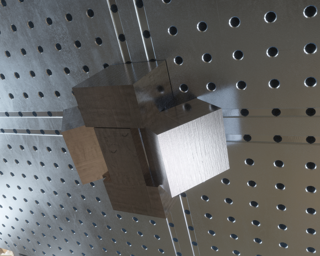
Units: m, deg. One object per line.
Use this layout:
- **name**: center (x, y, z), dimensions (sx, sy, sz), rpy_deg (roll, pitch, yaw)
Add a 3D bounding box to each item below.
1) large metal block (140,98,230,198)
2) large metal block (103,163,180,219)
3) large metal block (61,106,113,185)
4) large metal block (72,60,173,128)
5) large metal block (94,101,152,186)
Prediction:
- **large metal block**: center (0.029, 0.020, 0.361), dimensions (0.050, 0.081, 0.079), rpy_deg (33, 141, 57)
- **large metal block**: center (-0.017, 0.072, 0.426), dimensions (0.080, 0.080, 0.050), rpy_deg (1, 119, 27)
- **large metal block**: center (-0.096, 0.017, 0.426), dimensions (0.050, 0.080, 0.080), rpy_deg (-17, 116, -8)
- **large metal block**: center (-0.041, -0.041, 0.369), dimensions (0.080, 0.080, 0.050), rpy_deg (1, 119, 27)
- **large metal block**: center (-0.030, 0.016, 0.399), dimensions (0.050, 0.080, 0.079), rpy_deg (1, 119, 27)
